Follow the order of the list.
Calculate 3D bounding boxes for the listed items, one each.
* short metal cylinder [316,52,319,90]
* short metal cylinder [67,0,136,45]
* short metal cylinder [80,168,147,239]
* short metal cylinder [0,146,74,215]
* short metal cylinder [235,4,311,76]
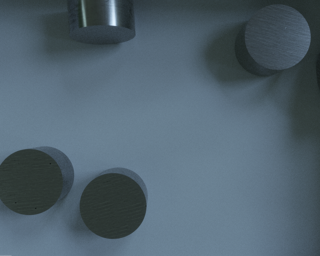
[{"bbox_3d":[0.241,-0.073,0.387,0.050,0.080,0.079,-6,90,0],"label":"short metal cylinder"},{"bbox_3d":[-0.072,-0.139,0.383,0.081,0.080,0.050,-4,90,-1],"label":"short metal cylinder"},{"bbox_3d":[-0.057,0.094,0.398,0.081,0.050,0.079,0,90,-1],"label":"short metal cylinder"},{"bbox_3d":[-0.157,0.065,0.397,0.081,0.050,0.079,0,90,-1],"label":"short metal cylinder"},{"bbox_3d":[0.143,-0.111,0.401,0.081,0.050,0.079,0,90,-1],"label":"short metal cylinder"}]
